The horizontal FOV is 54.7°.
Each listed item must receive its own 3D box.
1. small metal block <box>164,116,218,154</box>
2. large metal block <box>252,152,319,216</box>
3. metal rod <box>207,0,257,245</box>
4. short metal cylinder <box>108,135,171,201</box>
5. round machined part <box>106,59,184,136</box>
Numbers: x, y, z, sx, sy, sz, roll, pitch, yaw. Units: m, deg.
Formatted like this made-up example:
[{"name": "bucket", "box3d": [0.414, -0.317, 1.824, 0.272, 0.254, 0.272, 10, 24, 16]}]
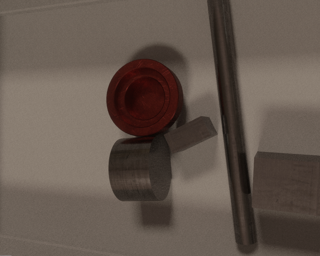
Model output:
[{"name": "small metal block", "box3d": [0.039, 0.008, 0.383, 0.050, 0.050, 0.025, -27, 81, 17]}, {"name": "large metal block", "box3d": [0.143, 0.056, 0.331, 0.080, 0.080, 0.050, 3, 91, 19]}, {"name": "metal rod", "box3d": [0.088, -0.012, 0.379, 0.025, 0.025, 0.298, -7, 88, 19]}, {"name": "short metal cylinder", "box3d": [-0.022, 0.051, 0.388, 0.050, 0.080, 0.080, -6, 88, 19]}, {"name": "round machined part", "box3d": [-0.016, -0.037, 0.405, 0.098, 0.042, 0.097, -1, 87, 20]}]
